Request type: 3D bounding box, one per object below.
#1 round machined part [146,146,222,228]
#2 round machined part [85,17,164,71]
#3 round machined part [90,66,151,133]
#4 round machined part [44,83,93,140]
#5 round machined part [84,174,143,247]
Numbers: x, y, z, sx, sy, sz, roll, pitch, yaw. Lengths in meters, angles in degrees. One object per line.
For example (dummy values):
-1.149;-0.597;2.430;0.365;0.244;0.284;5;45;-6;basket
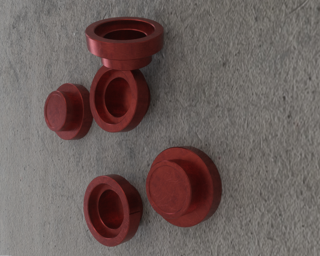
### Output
0.021;0.072;0.376;0.098;0.042;0.097;0;90;40;round machined part
-0.044;-0.108;0.402;0.098;0.099;0.042;32;137;35;round machined part
-0.052;-0.043;0.437;0.098;0.042;0.097;1;91;40;round machined part
-0.160;-0.028;0.527;0.098;0.042;0.097;0;90;40;round machined part
-0.063;0.115;0.446;0.098;0.042;0.097;0;90;40;round machined part
